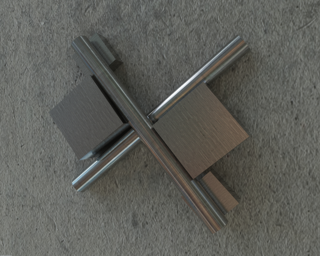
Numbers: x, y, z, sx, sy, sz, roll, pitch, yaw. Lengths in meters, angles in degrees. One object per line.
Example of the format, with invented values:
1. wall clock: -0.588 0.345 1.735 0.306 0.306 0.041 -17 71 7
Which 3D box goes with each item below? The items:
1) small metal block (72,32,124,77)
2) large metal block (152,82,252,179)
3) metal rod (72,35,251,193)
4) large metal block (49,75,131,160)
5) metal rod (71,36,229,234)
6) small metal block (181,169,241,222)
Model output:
1. small metal block: -0.089 -0.098 0.442 0.050 0.025 0.050 -39 78 15
2. large metal block: 0.052 0.003 0.378 0.080 0.050 0.080 -41 77 15
3. metal rod: -0.008 -0.010 0.414 0.299 0.025 0.025 -40 77 15
4. large metal block: -0.090 -0.014 0.427 0.080 0.050 0.080 -39 78 16
5. metal rod: -0.020 -0.001 0.390 0.025 0.025 0.300 -41 77 15
6. small metal block: 0.064 0.087 0.388 0.050 0.025 0.050 -45 76 14
